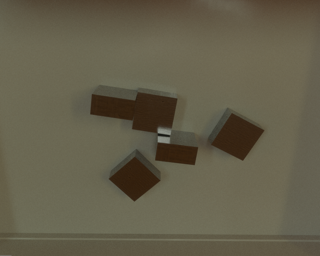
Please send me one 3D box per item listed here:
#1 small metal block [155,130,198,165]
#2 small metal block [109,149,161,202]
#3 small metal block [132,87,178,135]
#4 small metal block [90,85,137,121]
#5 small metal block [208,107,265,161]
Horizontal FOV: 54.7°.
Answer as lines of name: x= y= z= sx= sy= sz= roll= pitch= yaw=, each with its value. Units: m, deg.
small metal block: x=0.020 y=0.023 z=0.407 sx=0.050 sy=0.050 sz=0.025 roll=7 pitch=110 yaw=-3
small metal block: x=-0.035 y=0.067 z=0.435 sx=0.050 sy=0.025 sz=0.050 roll=-41 pitch=105 yaw=13
small metal block: x=-0.007 y=-0.022 z=0.403 sx=0.050 sy=0.025 sz=0.050 roll=9 pitch=110 yaw=-4
small metal block: x=-0.055 y=-0.033 z=0.385 sx=0.050 sy=0.050 sz=0.025 roll=8 pitch=110 yaw=-3
small metal block: x=0.101 y=0.008 z=0.415 sx=0.050 sy=0.025 sz=0.050 roll=27 pitch=108 yaw=-10
